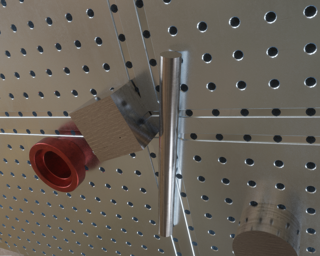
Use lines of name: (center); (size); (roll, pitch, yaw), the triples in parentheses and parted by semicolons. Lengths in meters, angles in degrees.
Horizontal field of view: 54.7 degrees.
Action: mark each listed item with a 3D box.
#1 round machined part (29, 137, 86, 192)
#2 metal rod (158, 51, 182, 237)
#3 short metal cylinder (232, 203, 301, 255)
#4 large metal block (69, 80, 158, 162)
round machined part: (-0.166, 0.056, 0.520); (0.098, 0.042, 0.097); (13, 124, 20)
metal rod: (0.011, 0.043, 0.430); (0.025, 0.025, 0.298); (14, 124, 20)
short metal cylinder: (0.142, 0.148, 0.411); (0.080, 0.050, 0.079); (13, 124, 20)
large metal block: (-0.061, -0.007, 0.421); (0.080, 0.050, 0.080); (-18, 109, 35)
